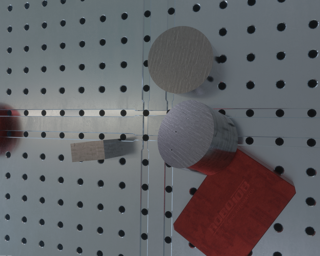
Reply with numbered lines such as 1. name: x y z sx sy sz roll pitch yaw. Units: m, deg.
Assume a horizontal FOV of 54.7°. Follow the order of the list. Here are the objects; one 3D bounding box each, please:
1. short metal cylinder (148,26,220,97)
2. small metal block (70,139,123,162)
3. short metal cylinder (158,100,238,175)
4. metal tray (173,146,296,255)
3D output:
1. short metal cylinder: 0.031 -0.080 0.388 0.080 0.050 0.079 0 90 20
2. small metal block: -0.087 0.030 0.430 0.050 0.050 0.025 -7 88 20
3. short metal cylinder: 0.044 0.013 0.367 0.080 0.050 0.080 -17 63 39
4. metal tray: 0.088 0.096 0.379 0.090 0.030 0.129 36 101 16
